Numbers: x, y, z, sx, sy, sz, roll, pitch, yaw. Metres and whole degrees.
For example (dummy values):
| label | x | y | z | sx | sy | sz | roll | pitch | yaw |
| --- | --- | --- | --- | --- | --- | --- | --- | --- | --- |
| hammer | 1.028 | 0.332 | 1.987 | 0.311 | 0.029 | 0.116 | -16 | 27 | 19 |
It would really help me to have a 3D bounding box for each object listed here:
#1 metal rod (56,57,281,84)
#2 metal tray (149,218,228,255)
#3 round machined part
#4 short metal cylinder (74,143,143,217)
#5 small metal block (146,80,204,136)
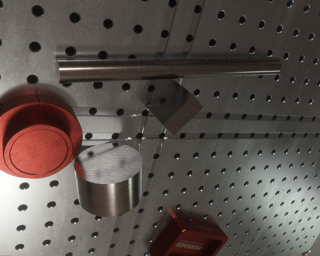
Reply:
| label | x | y | z | sx | sy | sz | roll | pitch | yaw |
| --- | --- | --- | --- | --- | --- | --- | --- | --- | --- |
| metal rod | 0.030 | -0.074 | 0.383 | 0.303 | 0.025 | 0.025 | -7 | 122 | -26 |
| metal tray | 0.056 | 0.220 | 0.577 | 0.131 | 0.030 | 0.090 | 25 | 105 | -37 |
| round machined part | -0.134 | 0.016 | 0.338 | 0.099 | 0.042 | 0.097 | -14 | 125 | -21 |
| short metal cylinder | -0.062 | 0.061 | 0.381 | 0.081 | 0.080 | 0.050 | -12 | 124 | -23 |
| small metal block | 0.018 | -0.026 | 0.390 | 0.050 | 0.050 | 0.025 | -44 | 130 | 2 |
